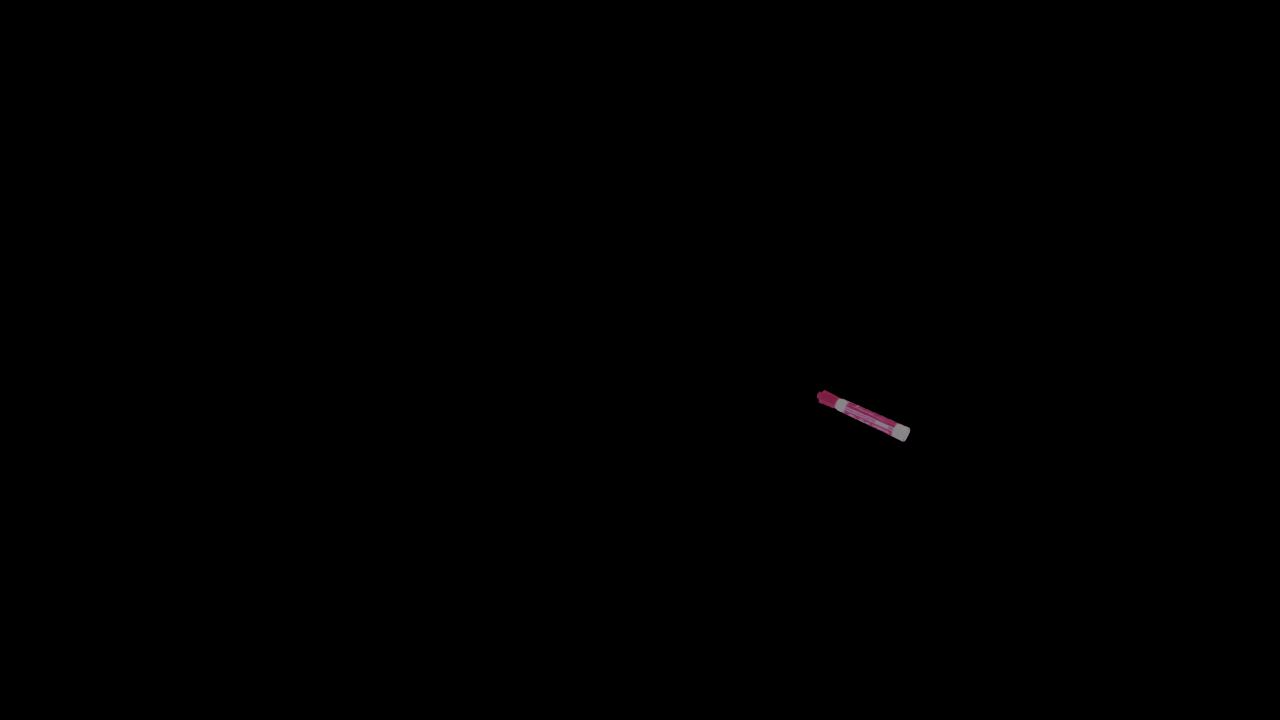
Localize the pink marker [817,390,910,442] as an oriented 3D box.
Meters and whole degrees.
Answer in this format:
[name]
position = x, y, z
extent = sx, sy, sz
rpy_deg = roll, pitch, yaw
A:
[pink marker]
position = 0.280, 0.069, 0.781
extent = 0.121, 0.020, 0.020
rpy_deg = 27, 16, 35
